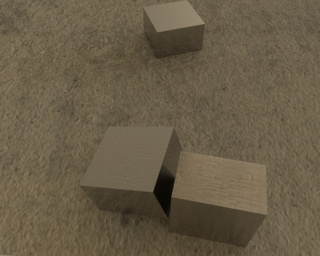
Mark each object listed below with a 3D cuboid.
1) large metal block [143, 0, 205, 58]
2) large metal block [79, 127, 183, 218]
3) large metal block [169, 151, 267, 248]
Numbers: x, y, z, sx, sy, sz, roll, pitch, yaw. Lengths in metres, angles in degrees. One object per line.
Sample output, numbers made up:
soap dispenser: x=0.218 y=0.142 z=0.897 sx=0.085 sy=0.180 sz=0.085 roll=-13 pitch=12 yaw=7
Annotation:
large metal block: x=0.022 y=-0.171 z=0.531 sx=0.081 sy=0.050 sz=0.080 roll=-14 pitch=52 yaw=-12
large metal block: x=-0.026 y=0.045 z=0.335 sx=0.080 sy=0.050 sz=0.080 roll=0 pitch=48 yaw=22
large metal block: x=0.054 y=0.072 z=0.307 sx=0.080 sy=0.080 sz=0.050 roll=9 pitch=51 yaw=7
